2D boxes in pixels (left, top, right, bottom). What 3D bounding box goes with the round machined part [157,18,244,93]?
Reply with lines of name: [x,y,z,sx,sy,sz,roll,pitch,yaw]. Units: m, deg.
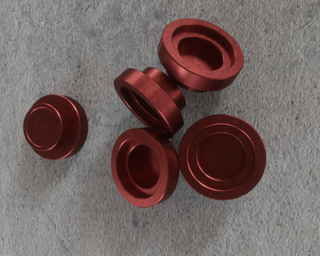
round machined part: [0.044,-0.081,0.365,0.098,0.099,0.042,45,145,14]

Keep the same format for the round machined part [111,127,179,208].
round machined part: [-0.014,0.048,0.394,0.098,0.042,0.097,4,96,40]

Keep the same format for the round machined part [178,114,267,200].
round machined part: [0.074,0.033,0.370,0.098,0.042,0.097,0,89,13]

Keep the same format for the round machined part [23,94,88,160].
round machined part: [-0.160,-0.001,0.456,0.098,0.042,0.097,0,90,20]

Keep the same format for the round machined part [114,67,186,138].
round machined part: [-0.007,-0.036,0.380,0.098,0.098,0.042,40,75,15]
